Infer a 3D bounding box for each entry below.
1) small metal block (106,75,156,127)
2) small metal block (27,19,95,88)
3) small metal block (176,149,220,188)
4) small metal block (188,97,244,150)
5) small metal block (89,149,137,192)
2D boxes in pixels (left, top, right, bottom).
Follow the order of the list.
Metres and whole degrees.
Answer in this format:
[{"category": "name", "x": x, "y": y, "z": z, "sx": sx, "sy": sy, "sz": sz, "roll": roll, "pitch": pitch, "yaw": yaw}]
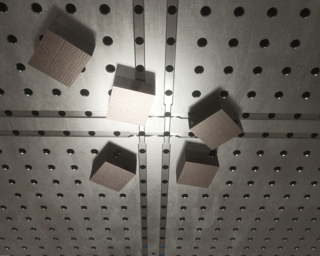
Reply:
[{"category": "small metal block", "x": -0.036, "y": -0.033, "z": 0.383, "sx": 0.050, "sy": 0.025, "sz": 0.050, "roll": 12, "pitch": 129, "yaw": -11}, {"category": "small metal block", "x": -0.108, "y": -0.081, "z": 0.341, "sx": 0.050, "sy": 0.025, "sz": 0.050, "roll": 31, "pitch": 123, "yaw": -24}, {"category": "small metal block", "x": 0.055, "y": 0.062, "z": 0.465, "sx": 0.050, "sy": 0.025, "sz": 0.050, "roll": 10, "pitch": 130, "yaw": -9}, {"category": "small metal block", "x": 0.073, "y": -0.005, "z": 0.409, "sx": 0.050, "sy": 0.025, "sz": 0.050, "roll": -34, "pitch": 123, "yaw": 25}, {"category": "small metal block", "x": -0.070, "y": 0.065, "z": 0.466, "sx": 0.050, "sy": 0.025, "sz": 0.050, "roll": 28, "pitch": 125, "yaw": -22}]
